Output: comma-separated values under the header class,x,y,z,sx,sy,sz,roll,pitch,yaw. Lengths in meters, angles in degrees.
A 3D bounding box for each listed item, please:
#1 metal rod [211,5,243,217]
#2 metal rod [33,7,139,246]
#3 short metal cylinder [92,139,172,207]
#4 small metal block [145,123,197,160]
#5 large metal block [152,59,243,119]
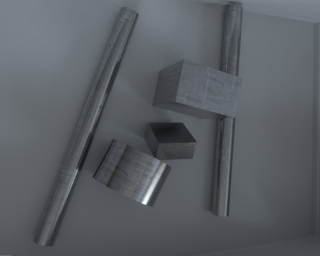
class,x,y,z,sx,sy,sz,roll,pitch,yaw
metal rod,0.097,-0.025,0.447,0.025,0.025,0.298,5,88,-20
metal rod,-0.087,-0.008,0.378,0.025,0.025,0.299,21,83,-19
short metal cylinder,-0.033,0.053,0.370,0.080,0.080,0.050,29,81,-18
small metal block,0.013,0.016,0.400,0.050,0.050,0.025,0,120,-20
large metal block,0.045,-0.045,0.399,0.081,0.080,0.050,13,86,-20
